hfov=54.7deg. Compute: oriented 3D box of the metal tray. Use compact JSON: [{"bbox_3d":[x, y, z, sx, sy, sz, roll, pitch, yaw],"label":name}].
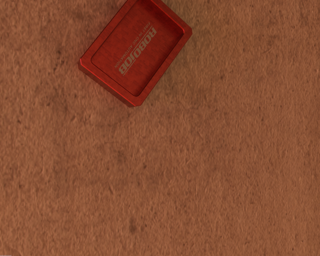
[{"bbox_3d":[-0.030,-0.102,0.395,0.090,0.030,0.130,38,78,-17],"label":"metal tray"}]
